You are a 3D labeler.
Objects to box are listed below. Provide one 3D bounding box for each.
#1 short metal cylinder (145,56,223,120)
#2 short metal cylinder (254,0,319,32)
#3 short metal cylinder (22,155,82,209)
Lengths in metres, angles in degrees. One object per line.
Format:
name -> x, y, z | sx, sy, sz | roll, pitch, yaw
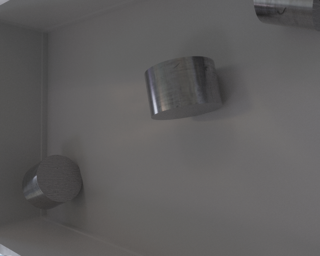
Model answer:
short metal cylinder -> 0.026, -0.042, 0.350 | 0.080, 0.081, 0.050 | -15, 80, 39
short metal cylinder -> 0.125, -0.128, 0.268 | 0.050, 0.081, 0.079 | 25, 106, 37
short metal cylinder -> -0.180, 0.091, 0.520 | 0.050, 0.081, 0.080 | -29, 72, 36
